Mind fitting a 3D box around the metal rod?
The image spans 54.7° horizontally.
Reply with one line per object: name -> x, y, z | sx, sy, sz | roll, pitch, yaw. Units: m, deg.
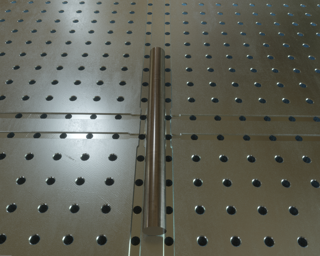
metal rod -> -0.005, -0.009, 0.415 | 0.025, 0.025, 0.300 | 0, 50, 0
